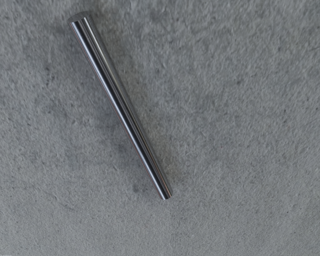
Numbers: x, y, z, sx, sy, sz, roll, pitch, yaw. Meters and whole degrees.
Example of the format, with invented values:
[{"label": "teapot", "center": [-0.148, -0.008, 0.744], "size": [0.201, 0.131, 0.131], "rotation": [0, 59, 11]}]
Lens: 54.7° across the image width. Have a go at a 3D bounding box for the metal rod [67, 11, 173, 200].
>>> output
[{"label": "metal rod", "center": [-0.036, -0.004, 0.403], "size": [0.025, 0.025, 0.299], "rotation": [-14, 129, 11]}]
